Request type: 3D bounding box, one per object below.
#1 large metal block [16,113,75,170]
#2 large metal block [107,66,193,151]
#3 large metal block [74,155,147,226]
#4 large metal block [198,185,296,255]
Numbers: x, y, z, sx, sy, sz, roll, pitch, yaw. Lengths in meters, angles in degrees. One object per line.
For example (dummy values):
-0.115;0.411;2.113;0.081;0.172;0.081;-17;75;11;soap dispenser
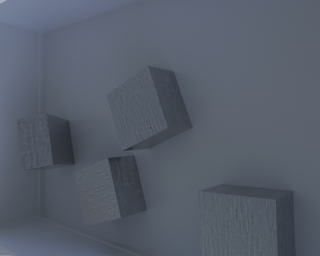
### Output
-0.186;0.026;0.512;0.050;0.080;0.080;-11;82;6;large metal block
-0.015;-0.022;0.401;0.080;0.050;0.080;-28;73;36;large metal block
-0.073;0.090;0.448;0.080;0.050;0.080;-23;76;37;large metal block
0.088;0.104;0.317;0.080;0.050;0.079;-3;88;39;large metal block
